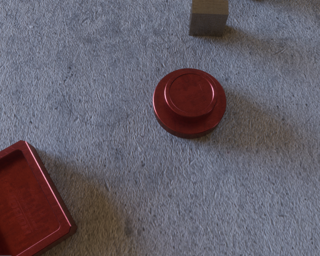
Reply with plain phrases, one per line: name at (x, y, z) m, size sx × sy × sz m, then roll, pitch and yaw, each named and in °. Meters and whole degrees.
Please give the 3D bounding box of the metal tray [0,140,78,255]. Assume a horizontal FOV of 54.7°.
metal tray at (-0.171, 0.091, 0.370) m, size 0.090 × 0.030 × 0.130 m, roll -31°, pitch 73°, yaw -11°

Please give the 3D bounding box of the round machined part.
round machined part at (0.040, -0.038, 0.414) m, size 0.099 × 0.042 × 0.098 m, roll 0°, pitch 70°, yaw -1°

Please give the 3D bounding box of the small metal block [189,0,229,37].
small metal block at (0.070, -0.161, 0.455) m, size 0.050 × 0.050 × 0.025 m, roll 2°, pitch 70°, yaw 0°
